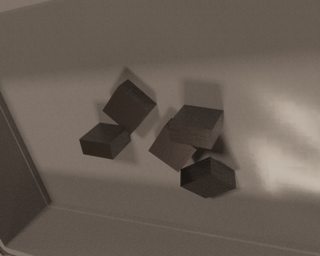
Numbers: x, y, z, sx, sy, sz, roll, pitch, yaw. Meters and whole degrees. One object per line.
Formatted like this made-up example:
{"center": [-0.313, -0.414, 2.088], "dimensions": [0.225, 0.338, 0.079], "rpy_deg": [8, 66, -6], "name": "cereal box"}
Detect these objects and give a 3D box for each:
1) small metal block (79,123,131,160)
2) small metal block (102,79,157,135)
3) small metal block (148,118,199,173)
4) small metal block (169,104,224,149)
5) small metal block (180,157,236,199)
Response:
{"center": [-0.077, 0.017, 0.442], "dimensions": [0.050, 0.050, 0.025], "rpy_deg": [7, 122, 24], "name": "small metal block"}
{"center": [-0.041, -0.027, 0.412], "dimensions": [0.050, 0.025, 0.050], "rpy_deg": [41, 129, -1], "name": "small metal block"}
{"center": [0.020, 0.023, 0.411], "dimensions": [0.050, 0.025, 0.050], "rpy_deg": [35, 129, 4], "name": "small metal block"}
{"center": [0.044, -0.003, 0.367], "dimensions": [0.050, 0.050, 0.025], "rpy_deg": [10, 123, 22], "name": "small metal block"}
{"center": [0.062, 0.066, 0.402], "dimensions": [0.050, 0.025, 0.050], "rpy_deg": [31, 136, -33], "name": "small metal block"}
